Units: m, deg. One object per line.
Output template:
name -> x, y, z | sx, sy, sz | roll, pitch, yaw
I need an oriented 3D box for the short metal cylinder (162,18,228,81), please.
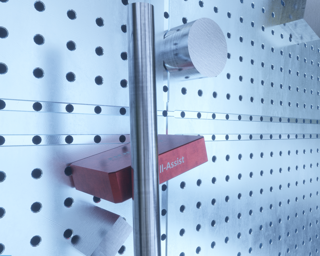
short metal cylinder -> 0.050, -0.108, 0.437 | 0.081, 0.050, 0.079 | 0, 90, -40

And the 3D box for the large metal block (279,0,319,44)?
large metal block -> 0.298, -0.236, 0.647 | 0.080, 0.050, 0.080 | 24, 75, -38

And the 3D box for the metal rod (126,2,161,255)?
metal rod -> -0.013, 0.041, 0.280 | 0.025, 0.025, 0.298 | -3, 92, -40

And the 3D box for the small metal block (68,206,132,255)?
small metal block -> -0.065, 0.119, 0.340 | 0.050, 0.050, 0.025 | -52, 121, -28

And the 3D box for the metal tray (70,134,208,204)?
metal tray -> -0.021, 0.039, 0.350 | 0.131, 0.090, 0.030 | -18, 102, -39
